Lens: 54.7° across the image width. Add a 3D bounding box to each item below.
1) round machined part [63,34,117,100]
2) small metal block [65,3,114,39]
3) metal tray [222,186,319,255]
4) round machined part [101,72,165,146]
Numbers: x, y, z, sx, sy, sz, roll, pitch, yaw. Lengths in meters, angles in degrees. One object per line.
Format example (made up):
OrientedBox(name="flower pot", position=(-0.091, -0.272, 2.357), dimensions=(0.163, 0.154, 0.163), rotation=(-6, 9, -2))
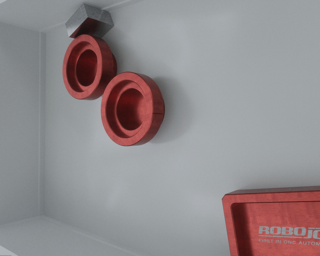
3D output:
OrientedBox(name="round machined part", position=(-0.105, -0.091, 0.479), dimensions=(0.098, 0.042, 0.097), rotation=(0, 90, 39))
OrientedBox(name="small metal block", position=(-0.108, -0.159, 0.477), dimensions=(0.050, 0.050, 0.025), rotation=(-30, 72, 36))
OrientedBox(name="metal tray", position=(0.130, 0.104, 0.295), dimensions=(0.130, 0.030, 0.089), rotation=(-13, 82, 39))
OrientedBox(name="round machined part", position=(-0.032, -0.025, 0.420), dimensions=(0.098, 0.042, 0.097), rotation=(0, 90, 39))
